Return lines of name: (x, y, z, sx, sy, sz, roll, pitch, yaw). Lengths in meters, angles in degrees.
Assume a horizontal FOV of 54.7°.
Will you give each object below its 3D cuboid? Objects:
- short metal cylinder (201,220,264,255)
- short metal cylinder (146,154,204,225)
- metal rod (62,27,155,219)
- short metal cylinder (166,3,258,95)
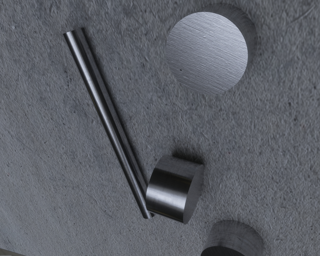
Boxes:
short metal cylinder: (0.105, 0.181, 0.447, 0.080, 0.050, 0.079, 13, 124, 21)
short metal cylinder: (0.022, 0.080, 0.409, 0.050, 0.080, 0.079, 14, 124, 20)
metal rod: (-0.064, 0.008, 0.445, 0.025, 0.025, 0.298, -6, 116, 31)
short metal cylinder: (0.053, -0.080, 0.313, 0.080, 0.050, 0.079, 13, 124, 21)
